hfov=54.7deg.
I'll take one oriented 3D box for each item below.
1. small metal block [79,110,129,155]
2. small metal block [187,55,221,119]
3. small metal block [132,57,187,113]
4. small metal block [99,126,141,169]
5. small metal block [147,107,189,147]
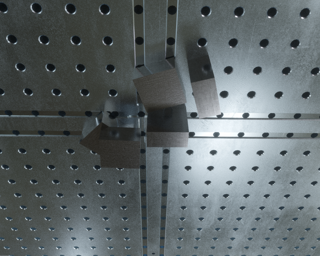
[{"bbox_3d":[-0.072,0.011,0.420,0.050,0.025,0.050,36,121,-27],"label":"small metal block"},{"bbox_3d":[0.051,-0.047,0.356,0.025,0.050,0.050,-12,129,9],"label":"small metal block"},{"bbox_3d":[0.000,-0.050,0.369,0.050,0.025,0.050,-14,129,11],"label":"small metal block"},{"bbox_3d":[-0.051,0.026,0.400,0.050,0.025,0.050,2,130,-3],"label":"small metal block"},{"bbox_3d":[0.009,-0.002,0.394,0.050,0.050,0.025,1,130,-1],"label":"small metal block"}]
